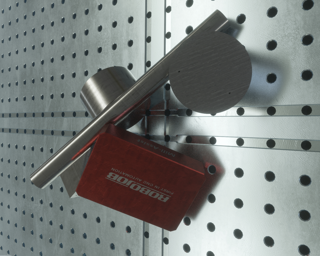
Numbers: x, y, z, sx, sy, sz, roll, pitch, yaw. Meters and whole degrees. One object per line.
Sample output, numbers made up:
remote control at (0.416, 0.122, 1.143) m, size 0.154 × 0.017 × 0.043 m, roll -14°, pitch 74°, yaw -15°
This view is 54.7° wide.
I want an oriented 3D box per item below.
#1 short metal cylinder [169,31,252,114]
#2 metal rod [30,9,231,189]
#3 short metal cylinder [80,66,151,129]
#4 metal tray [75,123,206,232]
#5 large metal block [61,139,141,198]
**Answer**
short metal cylinder at (0.050, -0.058, 0.325) m, size 0.080 × 0.050 × 0.079 m, roll 0°, pitch 102°, yaw 2°
metal rod at (-0.042, -0.028, 0.372) m, size 0.300 × 0.025 × 0.025 m, roll -40°, pitch 64°, yaw 9°
short metal cylinder at (-0.060, -0.037, 0.420) m, size 0.080 × 0.081 × 0.050 m, roll -51°, pitch 61°, yaw 28°
metal tray at (-0.023, 0.061, 0.371) m, size 0.131 × 0.030 × 0.089 m, roll 24°, pitch 110°, yaw -7°
large metal block at (-0.085, 0.051, 0.440) m, size 0.080 × 0.081 × 0.050 m, roll -47°, pitch 62°, yaw 29°
